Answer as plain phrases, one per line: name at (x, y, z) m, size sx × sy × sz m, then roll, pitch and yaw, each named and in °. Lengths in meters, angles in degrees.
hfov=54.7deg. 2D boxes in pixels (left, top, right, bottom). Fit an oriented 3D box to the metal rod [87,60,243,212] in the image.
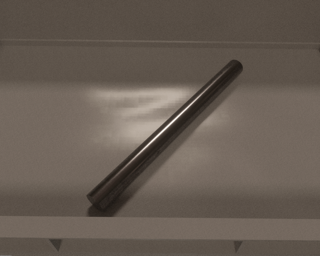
metal rod at (0.024, -0.007, 0.411) m, size 0.025 × 0.025 × 0.301 m, roll 32°, pitch 57°, yaw 24°
